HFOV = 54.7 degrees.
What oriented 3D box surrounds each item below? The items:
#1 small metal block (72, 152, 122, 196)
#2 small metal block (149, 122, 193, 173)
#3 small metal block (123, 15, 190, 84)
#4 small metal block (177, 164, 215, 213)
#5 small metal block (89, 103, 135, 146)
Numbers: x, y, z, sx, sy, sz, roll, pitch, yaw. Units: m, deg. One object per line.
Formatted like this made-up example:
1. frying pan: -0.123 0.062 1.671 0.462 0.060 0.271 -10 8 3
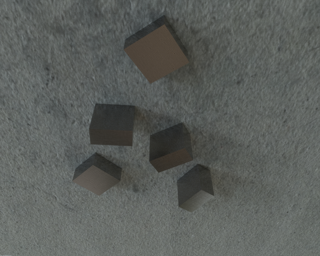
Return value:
1. small metal block: -0.094 0.070 0.466 0.050 0.025 0.050 -37 121 27
2. small metal block: 0.014 0.026 0.413 0.050 0.050 0.025 -22 127 17
3. small metal block: -0.003 -0.084 0.336 0.050 0.025 0.050 -26 126 20
4. small metal block: 0.053 0.091 0.469 0.025 0.050 0.050 30 124 -23
5. small metal block: -0.058 -0.005 0.386 0.050 0.050 0.025 3 130 -3
